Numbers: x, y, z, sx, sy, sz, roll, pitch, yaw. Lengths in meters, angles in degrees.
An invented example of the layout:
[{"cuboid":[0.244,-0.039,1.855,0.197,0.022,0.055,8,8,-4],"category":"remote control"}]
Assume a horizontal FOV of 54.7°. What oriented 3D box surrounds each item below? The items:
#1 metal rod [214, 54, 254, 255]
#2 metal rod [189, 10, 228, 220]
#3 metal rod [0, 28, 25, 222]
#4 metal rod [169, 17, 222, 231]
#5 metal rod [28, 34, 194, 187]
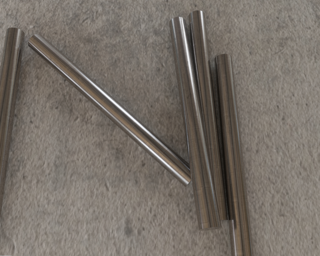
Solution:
[{"cuboid":[0.093,0.041,0.394,0.025,0.025,0.299,-1,70,-1],"category":"metal rod"},{"cuboid":[0.062,-0.030,0.419,0.025,0.025,0.299,-2,70,-1],"category":"metal rod"},{"cuboid":[-0.207,0.000,0.405,0.025,0.025,0.299,-2,70,-1],"category":"metal rod"},{"cuboid":[0.040,-0.024,0.402,0.025,0.025,0.299,-5,64,-2],"category":"metal rod"},{"cuboid":[-0.071,-0.031,0.418,0.300,0.025,0.025,41,75,13],"category":"metal rod"}]
